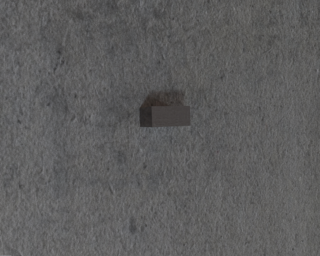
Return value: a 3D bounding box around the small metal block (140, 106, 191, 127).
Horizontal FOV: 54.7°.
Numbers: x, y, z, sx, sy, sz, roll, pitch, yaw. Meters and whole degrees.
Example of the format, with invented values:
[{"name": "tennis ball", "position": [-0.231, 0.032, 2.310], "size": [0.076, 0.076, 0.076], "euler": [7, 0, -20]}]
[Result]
[{"name": "small metal block", "position": [0.005, -0.014, 0.399], "size": [0.050, 0.050, 0.025], "euler": [-2, 91, -20]}]
